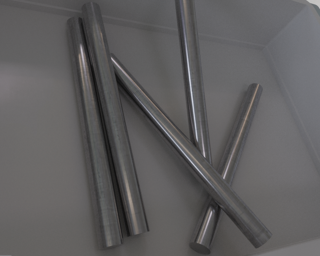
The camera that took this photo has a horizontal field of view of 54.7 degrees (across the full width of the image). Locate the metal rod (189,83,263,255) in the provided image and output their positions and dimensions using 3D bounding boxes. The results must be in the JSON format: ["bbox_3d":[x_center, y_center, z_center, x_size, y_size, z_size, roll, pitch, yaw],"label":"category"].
[{"bbox_3d":[0.105,0.034,0.440,0.025,0.025,0.301,35,51,-5],"label":"metal rod"}]

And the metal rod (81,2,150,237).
[{"bbox_3d":[-0.058,-0.025,0.373,0.025,0.025,0.299,-3,68,-30],"label":"metal rod"}]

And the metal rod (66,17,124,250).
[{"bbox_3d":[-0.082,-0.014,0.369,0.025,0.025,0.299,0,62,-29],"label":"metal rod"}]

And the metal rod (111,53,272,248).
[{"bbox_3d":[0.022,0.017,0.385,0.025,0.025,0.300,-29,71,-37],"label":"metal rod"}]

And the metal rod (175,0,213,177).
[{"bbox_3d":[0.041,-0.086,0.401,0.025,0.025,0.298,-6,90,-31],"label":"metal rod"}]
